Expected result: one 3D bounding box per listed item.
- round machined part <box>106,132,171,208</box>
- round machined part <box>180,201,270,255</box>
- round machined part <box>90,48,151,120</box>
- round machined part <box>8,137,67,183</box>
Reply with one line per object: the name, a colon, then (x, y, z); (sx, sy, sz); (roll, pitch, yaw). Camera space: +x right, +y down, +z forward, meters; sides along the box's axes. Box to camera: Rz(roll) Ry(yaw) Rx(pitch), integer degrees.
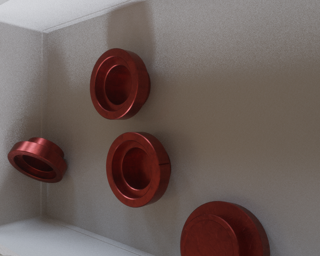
round machined part: (-0.024, 0.054, 0.416); (0.098, 0.042, 0.097); (0, 90, 40)
round machined part: (0.061, 0.128, 0.330); (0.098, 0.042, 0.098); (-14, 66, 35)
round machined part: (-0.052, -0.060, 0.439); (0.098, 0.042, 0.097); (0, 90, 40)
round machined part: (-0.210, 0.053, 0.546); (0.098, 0.098, 0.042); (-21, 38, 38)
